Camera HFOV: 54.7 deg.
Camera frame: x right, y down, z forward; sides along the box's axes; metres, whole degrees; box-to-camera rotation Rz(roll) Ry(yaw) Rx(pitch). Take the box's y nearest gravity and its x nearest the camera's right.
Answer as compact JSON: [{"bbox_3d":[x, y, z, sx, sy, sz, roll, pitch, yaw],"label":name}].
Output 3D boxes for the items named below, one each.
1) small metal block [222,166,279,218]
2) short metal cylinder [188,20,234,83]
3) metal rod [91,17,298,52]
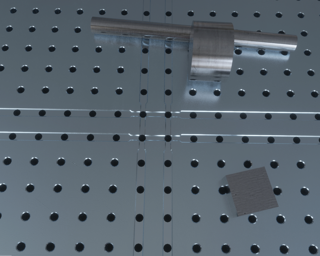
[{"bbox_3d":[0.110,0.080,0.384,0.050,0.025,0.050,-12,71,-5],"label":"small metal block"},{"bbox_3d":[0.067,-0.103,0.421,0.050,0.080,0.080,3,70,1],"label":"short metal cylinder"},{"bbox_3d":[0.049,-0.140,0.463,0.302,0.025,0.025,6,70,1],"label":"metal rod"}]
